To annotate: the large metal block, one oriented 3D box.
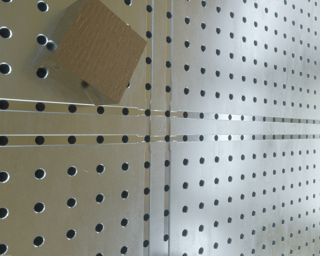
[{"bbox_3d":[-0.072,-0.079,0.332,0.080,0.050,0.080,34,69,-35],"label":"large metal block"}]
